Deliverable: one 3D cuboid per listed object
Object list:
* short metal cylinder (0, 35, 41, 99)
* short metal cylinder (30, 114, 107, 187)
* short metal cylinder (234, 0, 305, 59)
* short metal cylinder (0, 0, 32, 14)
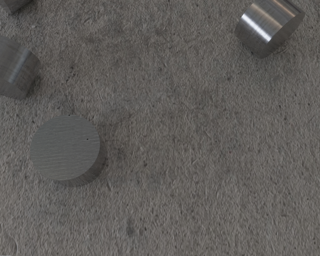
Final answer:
[{"bbox_3d":[-0.206,-0.079,0.406,0.080,0.080,0.050,16,71,5],"label":"short metal cylinder"},{"bbox_3d":[-0.110,0.029,0.383,0.081,0.050,0.080,0,70,0],"label":"short metal cylinder"},{"bbox_3d":[0.152,-0.144,0.432,0.080,0.080,0.050,-37,74,-12],"label":"short metal cylinder"},{"bbox_3d":[-0.229,-0.217,0.457,0.080,0.080,0.050,43,76,14],"label":"short metal cylinder"}]
